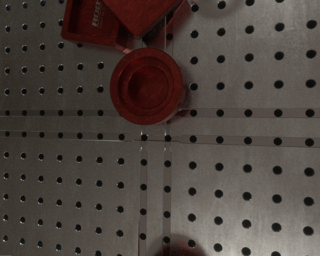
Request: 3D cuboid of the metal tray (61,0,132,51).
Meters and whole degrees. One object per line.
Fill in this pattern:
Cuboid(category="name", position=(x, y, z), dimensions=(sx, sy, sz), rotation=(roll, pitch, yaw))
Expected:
Cuboid(category="metal tray", position=(-0.084, -0.182, 0.438), dimensions=(0.090, 0.030, 0.129), rotation=(13, 94, 19))

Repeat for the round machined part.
Cuboid(category="round machined part", position=(-0.012, -0.052, 0.407), dimensions=(0.098, 0.042, 0.097), rotation=(0, 90, 19))

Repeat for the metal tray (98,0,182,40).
Cuboid(category="metal tray", position=(-0.041, -0.190, 0.393), dimensions=(0.090, 0.030, 0.130), rotation=(-43, 95, 1))
